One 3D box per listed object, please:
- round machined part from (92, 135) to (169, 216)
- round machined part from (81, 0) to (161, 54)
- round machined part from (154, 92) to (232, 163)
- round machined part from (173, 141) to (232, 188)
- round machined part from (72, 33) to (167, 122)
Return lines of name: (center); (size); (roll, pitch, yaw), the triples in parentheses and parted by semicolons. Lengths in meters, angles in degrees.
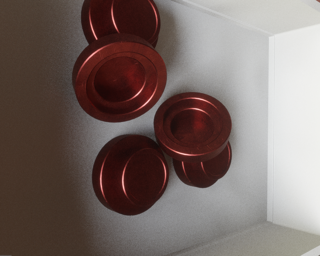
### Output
round machined part: (-0.028, 0.057, 0.374); (0.099, 0.042, 0.097); (0, 90, -40)
round machined part: (-0.038, -0.125, 0.365); (0.099, 0.042, 0.097); (0, 90, -40)
round machined part: (0.042, 0.003, 0.410); (0.098, 0.098, 0.042); (-54, 159, -27)
round machined part: (0.068, 0.040, 0.456); (0.099, 0.042, 0.097); (0, 90, -40)
round machined part: (-0.046, -0.057, 0.338); (0.099, 0.042, 0.097); (-14, 133, -16)
